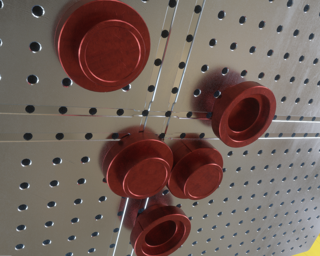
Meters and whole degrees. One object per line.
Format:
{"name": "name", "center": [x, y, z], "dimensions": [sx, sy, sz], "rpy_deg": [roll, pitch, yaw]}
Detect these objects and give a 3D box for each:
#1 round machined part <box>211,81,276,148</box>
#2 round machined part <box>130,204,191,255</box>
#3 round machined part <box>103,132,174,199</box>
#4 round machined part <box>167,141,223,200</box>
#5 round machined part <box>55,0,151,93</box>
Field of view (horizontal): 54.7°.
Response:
{"name": "round machined part", "center": [0.116, -0.023, 0.452], "dimensions": [0.099, 0.042, 0.097], "rpy_deg": [-14, 125, -21]}
{"name": "round machined part", "center": [-0.003, 0.163, 0.502], "dimensions": [0.099, 0.042, 0.097], "rpy_deg": [-14, 125, -21]}
{"name": "round machined part", "center": [-0.025, 0.058, 0.424], "dimensions": [0.099, 0.042, 0.097], "rpy_deg": [-14, 124, -21]}
{"name": "round machined part", "center": [0.057, 0.072, 0.478], "dimensions": [0.099, 0.042, 0.097], "rpy_deg": [-14, 125, -21]}
{"name": "round machined part", "center": [-0.054, -0.081, 0.321], "dimensions": [0.099, 0.042, 0.097], "rpy_deg": [-14, 125, -21]}
